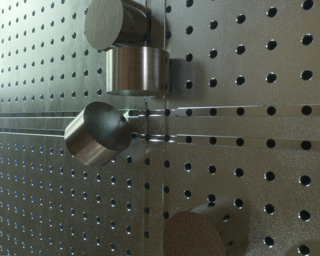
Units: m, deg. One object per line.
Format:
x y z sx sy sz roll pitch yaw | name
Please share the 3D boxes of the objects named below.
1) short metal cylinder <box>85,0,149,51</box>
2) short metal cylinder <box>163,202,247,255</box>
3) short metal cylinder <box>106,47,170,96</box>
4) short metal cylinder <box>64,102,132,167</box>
-0.062 -0.147 0.442 0.080 0.050 0.079 0 90 39 | short metal cylinder
0.050 0.129 0.350 0.080 0.050 0.079 0 90 39 | short metal cylinder
-0.028 -0.069 0.394 0.080 0.081 0.050 0 91 39 | short metal cylinder
-0.087 0.009 0.443 0.050 0.081 0.080 -38 67 33 | short metal cylinder
